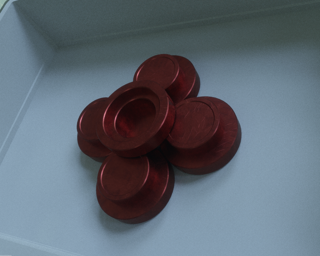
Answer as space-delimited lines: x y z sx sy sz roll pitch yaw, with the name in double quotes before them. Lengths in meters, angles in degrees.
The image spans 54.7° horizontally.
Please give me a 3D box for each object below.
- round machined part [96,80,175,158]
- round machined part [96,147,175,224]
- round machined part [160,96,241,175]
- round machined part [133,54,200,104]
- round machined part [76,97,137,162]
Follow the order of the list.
"round machined part" -0.026 -0.008 0.384 0.098 0.042 0.098 -13 56 21
"round machined part" -0.036 0.061 0.373 0.098 0.042 0.098 -13 55 19
"round machined part" 0.043 0.003 0.368 0.098 0.042 0.098 -13 56 21
"round machined part" 0.002 -0.063 0.429 0.098 0.042 0.098 -13 56 21
"round machined part" -0.076 -0.004 0.435 0.098 0.042 0.098 -13 56 21
